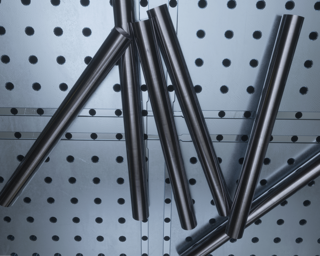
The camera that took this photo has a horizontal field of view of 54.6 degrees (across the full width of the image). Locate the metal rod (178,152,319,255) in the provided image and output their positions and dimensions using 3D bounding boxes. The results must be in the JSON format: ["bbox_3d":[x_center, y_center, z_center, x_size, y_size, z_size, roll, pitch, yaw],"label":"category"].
[{"bbox_3d":[0.144,0.120,0.458,0.300,0.025,0.025,-41,105,13],"label":"metal rod"}]

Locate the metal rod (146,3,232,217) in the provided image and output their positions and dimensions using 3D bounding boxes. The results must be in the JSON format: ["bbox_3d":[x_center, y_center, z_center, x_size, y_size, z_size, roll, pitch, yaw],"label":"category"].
[{"bbox_3d":[0.047,-0.009,0.410,0.025,0.025,0.299,-19,109,7],"label":"metal rod"}]

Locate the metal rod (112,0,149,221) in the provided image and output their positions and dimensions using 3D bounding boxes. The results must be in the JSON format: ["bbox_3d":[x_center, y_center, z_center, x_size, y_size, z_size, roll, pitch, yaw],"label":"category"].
[{"bbox_3d":[-0.035,-0.010,0.409,0.025,0.025,0.298,-3,110,1],"label":"metal rod"}]

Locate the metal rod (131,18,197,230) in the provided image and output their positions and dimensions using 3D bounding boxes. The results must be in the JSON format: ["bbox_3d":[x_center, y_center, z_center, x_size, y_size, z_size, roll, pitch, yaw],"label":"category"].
[{"bbox_3d":[0.011,0.012,0.409,0.025,0.025,0.298,-12,113,4],"label":"metal rod"}]

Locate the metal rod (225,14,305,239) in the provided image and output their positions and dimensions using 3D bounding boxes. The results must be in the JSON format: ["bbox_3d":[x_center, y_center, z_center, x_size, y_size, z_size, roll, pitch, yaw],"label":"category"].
[{"bbox_3d":[0.131,0.010,0.405,0.025,0.025,0.298,9,105,-4],"label":"metal rod"}]

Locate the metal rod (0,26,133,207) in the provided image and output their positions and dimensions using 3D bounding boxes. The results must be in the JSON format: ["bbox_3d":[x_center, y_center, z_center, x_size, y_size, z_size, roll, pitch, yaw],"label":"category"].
[{"bbox_3d":[-0.132,-0.001,0.398,0.025,0.025,0.299,36,111,-12],"label":"metal rod"}]
